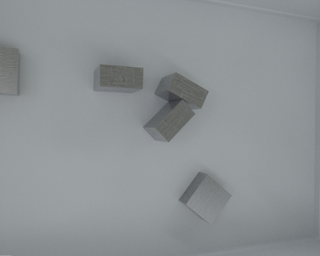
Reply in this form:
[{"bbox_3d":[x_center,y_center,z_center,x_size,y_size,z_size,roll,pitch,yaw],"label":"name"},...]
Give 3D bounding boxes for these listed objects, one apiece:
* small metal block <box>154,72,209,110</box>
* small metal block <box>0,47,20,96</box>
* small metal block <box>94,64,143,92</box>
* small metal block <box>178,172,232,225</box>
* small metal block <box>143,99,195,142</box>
[{"bbox_3d":[0.027,-0.046,0.407,0.050,0.050,0.025,27,81,-18],"label":"small metal block"},{"bbox_3d":[-0.184,-0.063,0.343,0.050,0.025,0.050,2,90,-20],"label":"small metal block"},{"bbox_3d":[-0.052,-0.059,0.378,0.050,0.050,0.025,1,90,-20],"label":"small metal block"},{"bbox_3d":[0.063,0.098,0.434,0.050,0.025,0.050,42,77,-15],"label":"small metal block"},{"bbox_3d":[0.011,-0.009,0.401,0.050,0.050,0.025,-46,105,-14],"label":"small metal block"}]
